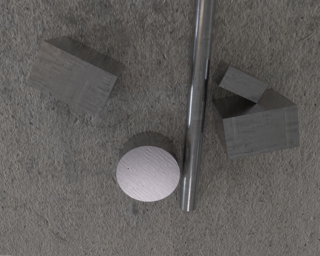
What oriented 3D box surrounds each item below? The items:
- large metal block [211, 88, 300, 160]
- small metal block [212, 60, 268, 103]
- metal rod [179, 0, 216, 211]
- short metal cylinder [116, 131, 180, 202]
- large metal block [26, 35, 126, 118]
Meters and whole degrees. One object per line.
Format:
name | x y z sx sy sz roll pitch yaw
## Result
large metal block | 0.112 -0.008 0.379 0.080 0.080 0.050 -11 110 4
small metal block | 0.095 -0.058 0.376 0.050 0.050 0.025 23 109 -8
metal rod | 0.047 -0.025 0.400 0.025 0.025 0.298 2 110 -1
short metal cylinder | -0.015 0.050 0.415 0.081 0.050 0.079 0 110 0
large metal block | -0.091 -0.062 0.357 0.080 0.080 0.050 25 108 -9
